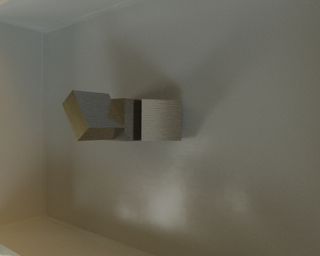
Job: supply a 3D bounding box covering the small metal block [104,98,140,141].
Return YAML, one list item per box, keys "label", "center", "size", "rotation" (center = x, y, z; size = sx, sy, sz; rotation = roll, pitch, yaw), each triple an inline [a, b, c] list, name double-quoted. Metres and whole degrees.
- label: "small metal block"
  center: [-0.052, -0.010, 0.381]
  size: [0.050, 0.025, 0.050]
  rotation: [1, 90, 40]

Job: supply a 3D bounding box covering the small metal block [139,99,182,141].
- label: "small metal block"
  center: [-0.001, -0.009, 0.386]
  size: [0.025, 0.050, 0.050]
  rotation: [-178, 88, -74]

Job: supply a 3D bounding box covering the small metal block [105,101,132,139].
- label: "small metal block"
  center: [-0.057, -0.011, 0.432]
  size: [0.025, 0.050, 0.050]
  rotation: [1, 91, 7]

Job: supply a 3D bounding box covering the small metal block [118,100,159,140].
- label: "small metal block"
  center: [-0.028, -0.010, 0.411]
  size: [0.025, 0.050, 0.050]
  rotation: [1, 91, 40]

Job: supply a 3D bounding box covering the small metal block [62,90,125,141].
- label: "small metal block"
  center: [-0.075, -0.014, 0.352]
  size: [0.025, 0.050, 0.050]
  rotation: [-43, 64, 32]
